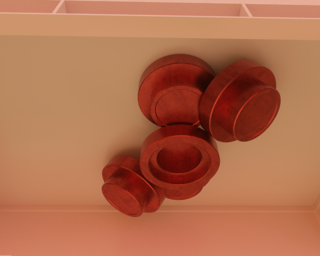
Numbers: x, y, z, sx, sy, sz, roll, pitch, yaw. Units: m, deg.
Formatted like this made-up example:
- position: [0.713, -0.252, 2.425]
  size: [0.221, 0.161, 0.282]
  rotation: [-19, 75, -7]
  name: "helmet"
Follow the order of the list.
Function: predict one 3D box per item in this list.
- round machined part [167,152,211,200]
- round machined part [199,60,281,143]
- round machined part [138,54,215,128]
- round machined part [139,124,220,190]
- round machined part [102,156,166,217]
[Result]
- position: [0.028, 0.069, 0.455]
  size: [0.099, 0.042, 0.097]
  rotation: [-1, 130, 0]
  name: "round machined part"
- position: [0.096, -0.023, 0.349]
  size: [0.099, 0.042, 0.097]
  rotation: [-20, 132, -24]
  name: "round machined part"
- position: [0.023, -0.034, 0.367]
  size: [0.099, 0.042, 0.097]
  rotation: [-1, 130, 0]
  name: "round machined part"
- position: [0.024, 0.032, 0.395]
  size: [0.099, 0.042, 0.097]
  rotation: [-1, 130, 0]
  name: "round machined part"
- position: [-0.044, 0.089, 0.444]
  size: [0.098, 0.042, 0.097]
  rotation: [21, 138, 21]
  name: "round machined part"
